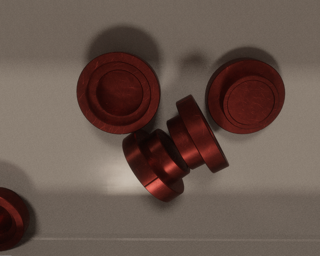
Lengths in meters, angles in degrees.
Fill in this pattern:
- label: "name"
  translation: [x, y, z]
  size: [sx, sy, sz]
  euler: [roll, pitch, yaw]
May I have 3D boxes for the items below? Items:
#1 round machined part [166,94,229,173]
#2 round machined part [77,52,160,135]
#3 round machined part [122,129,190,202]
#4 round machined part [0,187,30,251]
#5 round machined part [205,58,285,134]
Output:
- label: "round machined part"
  translation: [0.042, 0.011, 0.377]
  size: [0.042, 0.098, 0.098]
  euler: [-28, 108, 10]
- label: "round machined part"
  translation: [-0.048, -0.044, 0.382]
  size: [0.099, 0.042, 0.097]
  euler: [0, 105, 2]
- label: "round machined part"
  translation: [0.001, 0.040, 0.387]
  size: [0.042, 0.098, 0.098]
  euler: [-37, 106, 12]
- label: "round machined part"
  translation: [-0.237, 0.124, 0.445]
  size: [0.099, 0.042, 0.097]
  euler: [0, 110, -1]
- label: "round machined part"
  translation: [0.109, -0.037, 0.390]
  size: [0.099, 0.042, 0.097]
  euler: [0, 110, -1]
